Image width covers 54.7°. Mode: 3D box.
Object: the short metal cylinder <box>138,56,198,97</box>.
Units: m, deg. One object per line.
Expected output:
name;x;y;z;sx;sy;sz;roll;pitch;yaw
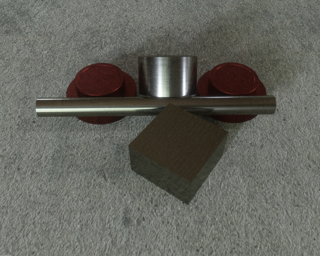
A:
short metal cylinder;0.011;-0.073;0.426;0.080;0.050;0.080;0;15;0

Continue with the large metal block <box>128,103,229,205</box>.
large metal block;0.022;0.028;0.363;0.080;0.050;0.080;28;56;22

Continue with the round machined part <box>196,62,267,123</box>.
round machined part;0.102;-0.056;0.442;0.099;0.042;0.098;0;50;0

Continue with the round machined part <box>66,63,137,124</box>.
round machined part;-0.083;-0.055;0.438;0.099;0.042;0.098;0;50;0

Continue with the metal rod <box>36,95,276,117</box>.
metal rod;-0.004;-0.028;0.401;0.302;0.025;0.025;-1;50;-1
